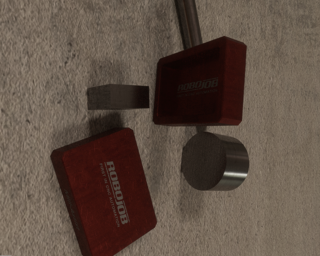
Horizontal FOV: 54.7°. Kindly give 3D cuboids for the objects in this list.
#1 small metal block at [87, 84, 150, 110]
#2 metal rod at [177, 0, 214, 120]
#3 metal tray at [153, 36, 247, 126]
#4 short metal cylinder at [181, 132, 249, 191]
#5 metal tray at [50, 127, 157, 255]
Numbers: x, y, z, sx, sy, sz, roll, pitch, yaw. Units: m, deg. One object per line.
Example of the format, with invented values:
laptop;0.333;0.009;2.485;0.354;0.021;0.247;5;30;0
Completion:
small metal block;-0.047;-0.034;0.350;0.050;0.050;0.025;-3;92;-40
metal rod;0.042;-0.155;0.441;0.025;0.025;0.298;-21;103;-38
metal tray;0.041;-0.048;0.371;0.030;0.130;0.089;7;86;-33
short metal cylinder;0.077;0.048;0.436;0.050;0.080;0.080;11;83;-40
metal tray;-0.059;0.073;0.354;0.091;0.030;0.129;-23;105;-38
